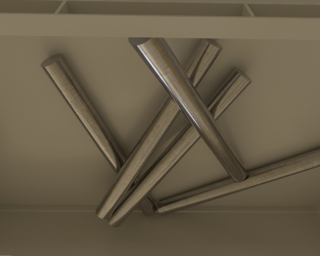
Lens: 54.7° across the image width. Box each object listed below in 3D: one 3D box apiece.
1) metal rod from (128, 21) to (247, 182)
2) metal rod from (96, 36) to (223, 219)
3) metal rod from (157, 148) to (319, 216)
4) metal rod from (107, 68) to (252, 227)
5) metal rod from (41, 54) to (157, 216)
[{"bbox_3d":[0.053,-0.002,0.357,0.025,0.025,0.300,-22,142,17],"label":"metal rod"},{"bbox_3d":[-0.015,0.019,0.402,0.025,0.025,0.298,23,120,-18],"label":"metal rod"},{"bbox_3d":[0.134,0.082,0.479,0.300,0.025,0.025,-22,127,18],"label":"metal rod"},{"bbox_3d":[0.012,0.042,0.424,0.025,0.025,0.298,28,118,-22],"label":"metal rod"},{"bbox_3d":[-0.069,0.032,0.435,0.025,0.025,0.299,-16,129,13],"label":"metal rod"}]
